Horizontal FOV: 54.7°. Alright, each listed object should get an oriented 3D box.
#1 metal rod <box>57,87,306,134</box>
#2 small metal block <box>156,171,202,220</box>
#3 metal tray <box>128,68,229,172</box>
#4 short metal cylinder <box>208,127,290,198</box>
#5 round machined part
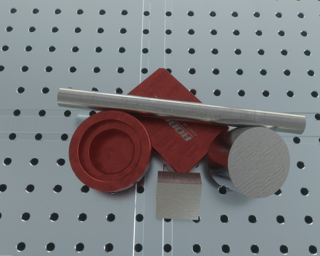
[{"bbox_3d":[0.025,-0.022,0.386,0.302,0.025,0.025,7,70,2],"label":"metal rod"},{"bbox_3d":[0.021,0.080,0.368,0.050,0.025,0.050,3,113,0],"label":"small metal block"},{"bbox_3d":[0.015,-0.008,0.413,0.090,0.030,0.130,-42,76,-14],"label":"metal tray"},{"bbox_3d":[0.104,0.039,0.369,0.081,0.050,0.079,0,89,-17],"label":"short metal cylinder"},{"bbox_3d":[-0.058,0.030,0.386,0.099,0.042,0.098,-1,76,4],"label":"round machined part"}]
